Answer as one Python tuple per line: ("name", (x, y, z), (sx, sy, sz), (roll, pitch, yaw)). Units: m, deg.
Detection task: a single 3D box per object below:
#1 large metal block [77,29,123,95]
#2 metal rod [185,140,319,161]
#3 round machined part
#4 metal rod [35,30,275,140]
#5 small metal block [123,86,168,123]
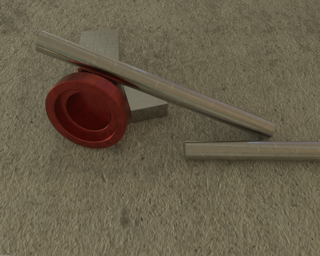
("large metal block", (-0.079, -0.079, 0.433), (0.050, 0.080, 0.080), (-4, 50, -4))
("metal rod", (0.181, 0.029, 0.381), (0.302, 0.025, 0.025), (1, 50, 0))
("round machined part", (-0.083, -0.025, 0.378), (0.099, 0.097, 0.042), (9, 39, 7))
("metal rod", (0.003, -0.048, 0.378), (0.302, 0.025, 0.025), (20, 50, -10))
("small metal block", (-0.021, -0.038, 0.435), (0.050, 0.025, 0.050), (-12, 51, -11))
